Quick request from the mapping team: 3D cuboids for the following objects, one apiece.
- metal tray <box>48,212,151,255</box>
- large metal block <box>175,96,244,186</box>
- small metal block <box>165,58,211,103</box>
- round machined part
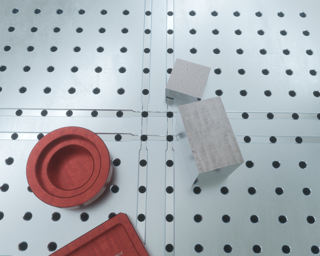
[{"bbox_3d":[-0.074,0.167,0.347,0.131,0.030,0.090,-29,73,-10],"label":"metal tray"},{"bbox_3d":[0.055,0.019,0.376,0.050,0.080,0.080,-14,71,-5],"label":"large metal block"},{"bbox_3d":[0.039,-0.064,0.435,0.050,0.025,0.050,18,71,6],"label":"small metal block"},{"bbox_3d":[-0.108,0.051,0.383,0.099,0.042,0.098,0,70,0],"label":"round machined part"}]
